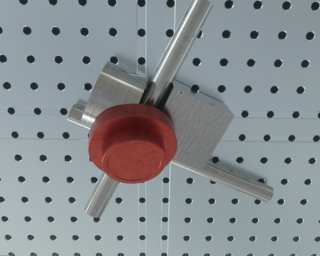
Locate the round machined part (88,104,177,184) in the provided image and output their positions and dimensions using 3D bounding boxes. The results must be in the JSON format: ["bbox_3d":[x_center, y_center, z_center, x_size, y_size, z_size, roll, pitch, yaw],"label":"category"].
[{"bbox_3d":[-0.029,0.024,0.343,0.099,0.042,0.097,-5,130,-5],"label":"round machined part"}]

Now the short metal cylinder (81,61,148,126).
[{"bbox_3d":[-0.054,-0.033,0.371,0.050,0.080,0.080,24,108,-9],"label":"short metal cylinder"}]

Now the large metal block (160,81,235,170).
[{"bbox_3d":[0.034,-0.005,0.395,0.080,0.050,0.080,24,108,-9],"label":"large metal block"}]

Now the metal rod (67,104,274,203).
[{"bbox_3d":[0.021,0.038,0.427,0.302,0.025,0.025,23,108,-9],"label":"metal rod"}]

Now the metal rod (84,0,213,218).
[{"bbox_3d":[-0.019,-0.018,0.386,0.025,0.025,0.298,27,100,-10],"label":"metal rod"}]
